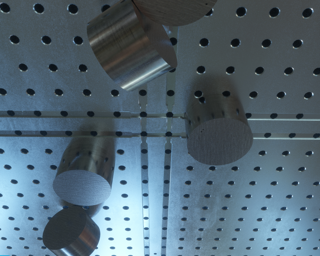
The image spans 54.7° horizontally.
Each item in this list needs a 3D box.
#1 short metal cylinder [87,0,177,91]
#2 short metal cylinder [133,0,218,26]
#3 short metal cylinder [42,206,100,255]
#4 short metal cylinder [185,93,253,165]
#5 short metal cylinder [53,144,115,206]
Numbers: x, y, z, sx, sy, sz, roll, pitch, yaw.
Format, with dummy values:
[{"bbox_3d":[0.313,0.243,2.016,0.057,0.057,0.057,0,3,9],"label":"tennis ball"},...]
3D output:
[{"bbox_3d":[-0.025,-0.083,0.305,0.050,0.080,0.080,-26,126,20],"label":"short metal cylinder"},{"bbox_3d":[0.013,-0.139,0.277,0.081,0.050,0.079,0,130,0],"label":"short metal cylinder"},{"bbox_3d":[-0.150,0.182,0.529,0.080,0.080,0.050,-15,129,12],"label":"short metal cylinder"},{"bbox_3d":[0.073,0.003,0.398,0.081,0.050,0.079,0,130,0],"label":"short metal cylinder"},{"bbox_3d":[-0.109,0.069,0.453,0.081,0.050,0.079,0,130,0],"label":"short metal cylinder"}]
